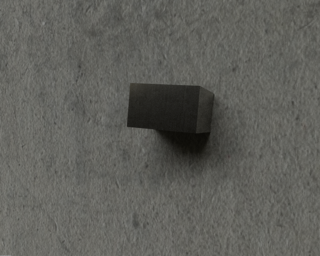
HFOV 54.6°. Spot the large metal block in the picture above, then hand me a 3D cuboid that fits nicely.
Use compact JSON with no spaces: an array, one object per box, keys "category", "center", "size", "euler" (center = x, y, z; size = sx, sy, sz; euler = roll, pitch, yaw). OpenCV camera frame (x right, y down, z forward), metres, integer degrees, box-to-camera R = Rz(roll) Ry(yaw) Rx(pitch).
[{"category":"large metal block","center":[0.016,-0.023,0.374],"size":[0.080,0.080,0.050],"euler":[5,92,20]}]
